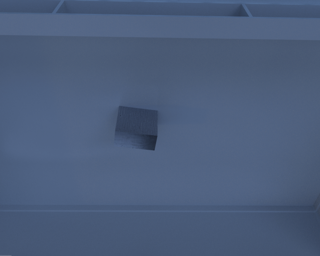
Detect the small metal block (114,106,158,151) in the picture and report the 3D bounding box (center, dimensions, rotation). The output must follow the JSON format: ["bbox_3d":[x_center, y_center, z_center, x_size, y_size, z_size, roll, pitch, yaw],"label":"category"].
[{"bbox_3d":[-0.030,0.000,0.392,0.050,0.050,0.025,7,130,-6],"label":"small metal block"}]
